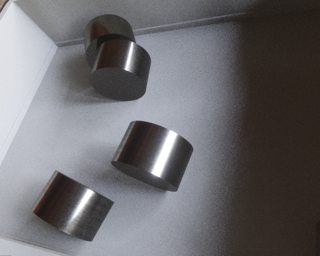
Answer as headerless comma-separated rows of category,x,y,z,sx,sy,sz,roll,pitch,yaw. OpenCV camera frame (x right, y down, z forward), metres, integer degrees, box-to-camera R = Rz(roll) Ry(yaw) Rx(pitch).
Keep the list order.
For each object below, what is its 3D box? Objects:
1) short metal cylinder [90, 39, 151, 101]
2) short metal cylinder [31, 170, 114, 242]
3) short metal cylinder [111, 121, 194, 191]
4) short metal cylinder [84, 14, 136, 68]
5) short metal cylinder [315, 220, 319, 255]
short metal cylinder,-0.056,-0.082,0.451,0.080,0.080,0.050,-6,59,25
short metal cylinder,-0.102,0.092,0.368,0.080,0.080,0.050,18,72,35
short metal cylinder,-0.008,0.033,0.354,0.080,0.080,0.050,11,68,33
short metal cylinder,-0.079,-0.131,0.492,0.080,0.080,0.050,-25,53,13
short metal cylinder,0.154,0.100,0.219,0.080,0.080,0.050,2,96,29
